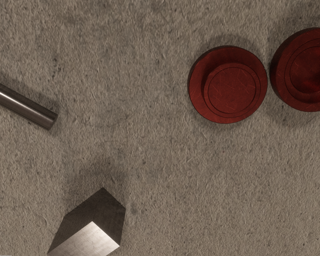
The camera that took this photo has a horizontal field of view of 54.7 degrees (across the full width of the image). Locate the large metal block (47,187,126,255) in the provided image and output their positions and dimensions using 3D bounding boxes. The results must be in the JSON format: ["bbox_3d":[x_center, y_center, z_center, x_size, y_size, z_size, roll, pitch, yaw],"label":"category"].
[{"bbox_3d":[-0.098,0.142,0.431,0.080,0.080,0.050,-38,106,12],"label":"large metal block"}]

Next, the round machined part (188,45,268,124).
[{"bbox_3d":[0.085,-0.051,0.383,0.099,0.042,0.097,0,110,-1],"label":"round machined part"}]

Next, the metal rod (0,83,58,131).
[{"bbox_3d":[-0.268,-0.080,0.376,0.301,0.025,0.025,30,107,-11],"label":"metal rod"}]

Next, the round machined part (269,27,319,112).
[{"bbox_3d":[0.182,-0.072,0.377,0.099,0.042,0.097,0,110,-1],"label":"round machined part"}]
